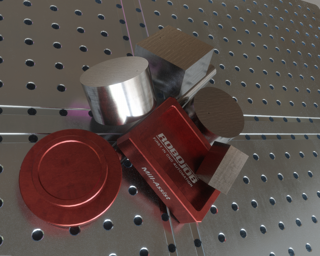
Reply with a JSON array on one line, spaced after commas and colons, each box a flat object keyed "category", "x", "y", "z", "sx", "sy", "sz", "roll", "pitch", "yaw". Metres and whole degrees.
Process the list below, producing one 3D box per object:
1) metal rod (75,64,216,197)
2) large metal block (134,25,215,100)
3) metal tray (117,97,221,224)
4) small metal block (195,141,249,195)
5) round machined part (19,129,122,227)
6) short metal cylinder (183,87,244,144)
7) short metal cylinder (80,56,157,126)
[{"category": "metal rod", "x": -0.004, "y": -0.013, "z": 0.416, "sx": 0.025, "sy": 0.025, "sz": 0.302, "roll": 44, "pitch": 52, "yaw": 2}, {"category": "large metal block", "x": 0.019, "y": -0.097, "z": 0.446, "sx": 0.080, "sy": 0.050, "sz": 0.080, "roll": 32, "pitch": 49, "yaw": 18}, {"category": "metal tray", "x": 0.021, "y": 0.038, "z": 0.375, "sx": 0.130, "sy": 0.030, "sz": 0.090, "roll": 52, "pitch": 51, "yaw": -7}, {"category": "small metal block", "x": 0.071, "y": 0.045, "z": 0.365, "sx": 0.025, "sy": 0.050, "sz": 0.050, "roll": 32, "pitch": 87, "yaw": -11}, {"category": "round machined part", "x": -0.087, "y": 0.046, "z": 0.306, "sx": 0.099, "sy": 0.042, "sz": 0.098, "roll": 4, "pitch": 68, "yaw": -10}, {"category": "short metal cylinder", "x": 0.070, "y": -0.011, "z": 0.435, "sx": 0.081, "sy": 0.050, "sz": 0.080, "roll": 14, "pitch": 56, "yaw": -21}, {"category": "short metal cylinder", "x": -0.048, "y": -0.046, "z": 0.368, "sx": 0.080, "sy": 0.050, "sz": 0.080, "roll": -9, "pitch": 33, "yaw": 6}]
